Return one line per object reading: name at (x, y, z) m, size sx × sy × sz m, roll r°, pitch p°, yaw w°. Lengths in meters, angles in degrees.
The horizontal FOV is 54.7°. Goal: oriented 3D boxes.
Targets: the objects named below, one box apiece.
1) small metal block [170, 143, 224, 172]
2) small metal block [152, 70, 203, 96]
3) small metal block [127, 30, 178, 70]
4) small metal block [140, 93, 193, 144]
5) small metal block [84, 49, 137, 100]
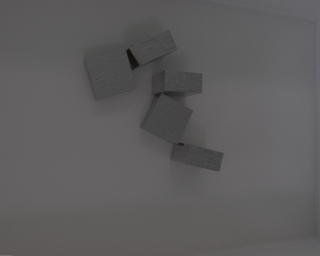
small metal block at (0.048, 0.038, 0.415) m, size 0.050 × 0.050 × 0.025 m, roll 15°, pitch 85°, yaw -20°
small metal block at (0.021, -0.057, 0.405) m, size 0.050 × 0.050 × 0.025 m, roll 1°, pitch 90°, yaw -20°
small metal block at (-0.014, -0.097, 0.392) m, size 0.050 × 0.050 × 0.025 m, roll -27°, pitch 99°, yaw -18°
small metal block at (0.009, -0.012, 0.414) m, size 0.050 × 0.025 × 0.050 m, roll 28°, pitch 81°, yaw -18°
small metal block at (-0.062, -0.066, 0.387) m, size 0.050 × 0.025 × 0.050 m, roll -18°, pitch 96°, yaw -19°
